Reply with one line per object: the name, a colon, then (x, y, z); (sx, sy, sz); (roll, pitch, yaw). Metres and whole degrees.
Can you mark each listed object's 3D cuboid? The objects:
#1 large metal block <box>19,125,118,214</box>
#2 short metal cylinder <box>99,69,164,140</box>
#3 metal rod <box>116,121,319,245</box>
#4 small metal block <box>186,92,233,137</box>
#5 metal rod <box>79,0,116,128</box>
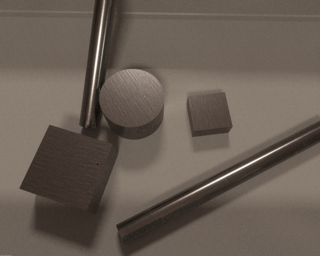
large metal block: (-0.106, 0.051, 0.376); (0.080, 0.050, 0.080); (17, 71, 5)
short metal cylinder: (-0.035, -0.030, 0.407); (0.081, 0.050, 0.080); (0, 70, -1)
metal rod: (0.089, 0.062, 0.388); (0.302, 0.025, 0.025); (-25, 72, -9)
small metal block: (0.065, -0.018, 0.417); (0.050, 0.025, 0.050); (-7, 70, -3)
metal rod: (-0.068, -0.145, 0.378); (0.025, 0.025, 0.298); (12, 104, 4)
